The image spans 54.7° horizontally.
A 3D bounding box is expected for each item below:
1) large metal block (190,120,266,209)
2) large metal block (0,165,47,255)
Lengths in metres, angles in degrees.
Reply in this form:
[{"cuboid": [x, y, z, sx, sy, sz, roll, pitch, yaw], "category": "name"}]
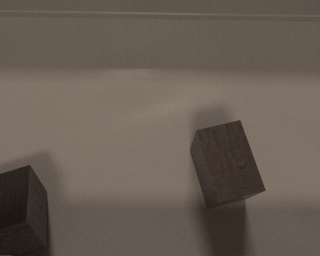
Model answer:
[{"cuboid": [0.074, 0.046, 0.364, 0.050, 0.080, 0.080, -13, 71, -5], "category": "large metal block"}, {"cuboid": [-0.175, 0.097, 0.341, 0.081, 0.050, 0.080, -17, 40, -7], "category": "large metal block"}]
